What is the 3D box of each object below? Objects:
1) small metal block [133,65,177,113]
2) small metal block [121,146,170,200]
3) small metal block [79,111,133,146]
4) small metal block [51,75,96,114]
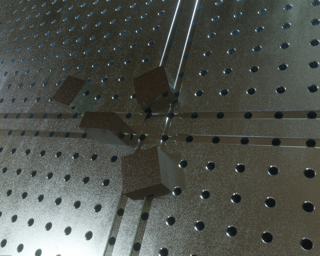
[{"bbox_3d":[-0.008,-0.056,0.445,0.050,0.025,0.050,-22,54,14],"label":"small metal block"},{"bbox_3d":[-0.019,0.056,0.383,0.050,0.025,0.050,-19,54,16],"label":"small metal block"},{"bbox_3d":[-0.074,0.001,0.429,0.050,0.050,0.025,3,64,29],"label":"small metal block"},{"bbox_3d":[-0.144,-0.056,0.516,0.050,0.025,0.050,20,72,35],"label":"small metal block"}]
